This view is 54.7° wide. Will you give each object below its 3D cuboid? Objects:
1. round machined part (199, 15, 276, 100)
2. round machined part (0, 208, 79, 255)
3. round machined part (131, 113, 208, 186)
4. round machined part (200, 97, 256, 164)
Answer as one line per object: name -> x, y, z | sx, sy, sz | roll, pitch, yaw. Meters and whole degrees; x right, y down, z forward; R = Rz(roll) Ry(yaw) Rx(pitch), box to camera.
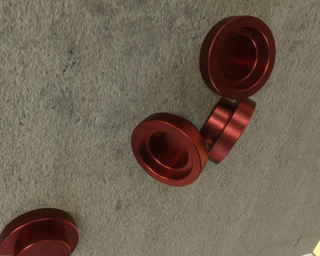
round machined part -> 0.090, -0.087, 0.383 | 0.099, 0.042, 0.097 | -8, 110, -23
round machined part -> -0.156, 0.157, 0.407 | 0.099, 0.042, 0.097 | -14, 124, -21
round machined part -> 0.016, 0.023, 0.395 | 0.042, 0.098, 0.097 | -45, 142, -46
round machined part -> 0.083, -0.004, 0.416 | 0.042, 0.098, 0.097 | 32, 105, 5
